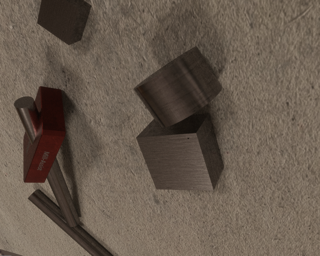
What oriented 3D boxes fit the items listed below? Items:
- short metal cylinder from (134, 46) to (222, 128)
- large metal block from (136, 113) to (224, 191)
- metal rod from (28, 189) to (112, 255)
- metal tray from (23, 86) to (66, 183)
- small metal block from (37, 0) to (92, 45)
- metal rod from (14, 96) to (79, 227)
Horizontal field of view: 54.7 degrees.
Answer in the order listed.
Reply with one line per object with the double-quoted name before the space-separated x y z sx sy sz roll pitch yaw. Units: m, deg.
"short metal cylinder" 0.019 -0.044 0.333 0.080 0.080 0.050 -26 105 36
"large metal block" 0.028 0.032 0.394 0.080 0.050 0.080 -6 116 30
"metal rod" -0.144 0.233 0.624 0.300 0.025 0.025 43 129 -2
"metal tray" -0.178 0.013 0.466 0.030 0.090 0.129 7 137 -31
"small metal block" -0.118 -0.140 0.381 0.050 0.025 0.050 35 129 4
"metal rod" -0.174 0.075 0.506 0.025 0.025 0.298 16 136 18
